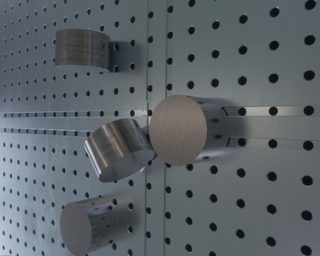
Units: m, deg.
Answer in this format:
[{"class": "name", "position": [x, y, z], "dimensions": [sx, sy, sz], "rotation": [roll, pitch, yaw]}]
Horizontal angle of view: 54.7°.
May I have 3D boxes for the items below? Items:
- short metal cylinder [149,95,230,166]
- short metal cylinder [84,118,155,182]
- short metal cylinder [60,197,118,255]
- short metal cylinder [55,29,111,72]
[{"class": "short metal cylinder", "position": [0.034, 0.002, 0.365], "dimensions": [0.080, 0.050, 0.079], "rotation": [0, 90, 40]}, {"class": "short metal cylinder", "position": [-0.054, 0.031, 0.419], "dimensions": [0.080, 0.081, 0.050], "rotation": [-44, 63, 31]}, {"class": "short metal cylinder", "position": [-0.112, 0.152, 0.486], "dimensions": [0.080, 0.050, 0.079], "rotation": [0, 90, 40]}, {"class": "short metal cylinder", "position": [-0.116, -0.114, 0.470], "dimensions": [0.080, 0.081, 0.050], "rotation": [4, 93, 40]}]
